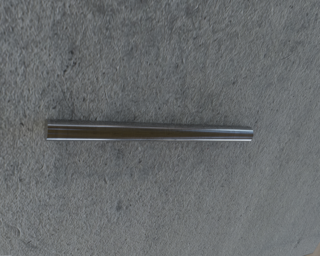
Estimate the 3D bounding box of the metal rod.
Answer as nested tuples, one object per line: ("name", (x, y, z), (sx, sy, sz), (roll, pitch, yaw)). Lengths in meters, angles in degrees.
("metal rod", (0.006, 0.006, 0.414), (0.302, 0.025, 0.025), (2, 118, -29))
